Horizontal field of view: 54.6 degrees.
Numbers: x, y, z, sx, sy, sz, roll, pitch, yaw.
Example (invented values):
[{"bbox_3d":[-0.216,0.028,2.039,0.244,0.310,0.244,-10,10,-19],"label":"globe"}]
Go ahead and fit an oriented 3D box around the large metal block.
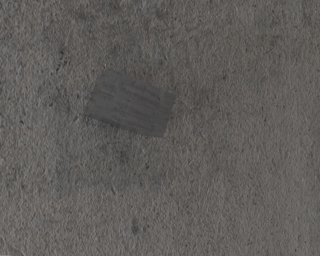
[{"bbox_3d":[-0.039,-0.026,0.365,0.080,0.080,0.050,20,84,-19],"label":"large metal block"}]
